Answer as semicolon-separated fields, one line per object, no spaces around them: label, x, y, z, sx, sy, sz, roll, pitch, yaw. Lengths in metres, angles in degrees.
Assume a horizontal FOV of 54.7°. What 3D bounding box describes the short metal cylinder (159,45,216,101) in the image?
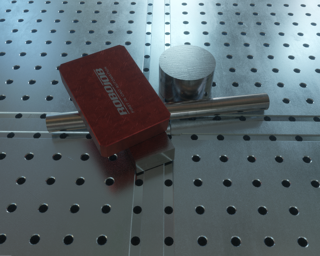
short metal cylinder;0.039;-0.078;0.457;0.081;0.050;0.080;0;50;0

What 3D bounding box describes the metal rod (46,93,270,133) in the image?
metal rod;0.001;-0.022;0.426;0.302;0.025;0.025;-6;50;-6

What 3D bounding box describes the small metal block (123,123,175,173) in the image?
small metal block;-0.015;0.022;0.387;0.050;0.025;0.050;-18;53;-15

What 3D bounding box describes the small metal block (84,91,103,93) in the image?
small metal block;-0.096;-0.070;0.448;0.050;0.050;0.025;-25;55;-20

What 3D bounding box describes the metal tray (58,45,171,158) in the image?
metal tray;-0.058;-0.038;0.385;0.091;0.030;0.130;-25;66;-19
